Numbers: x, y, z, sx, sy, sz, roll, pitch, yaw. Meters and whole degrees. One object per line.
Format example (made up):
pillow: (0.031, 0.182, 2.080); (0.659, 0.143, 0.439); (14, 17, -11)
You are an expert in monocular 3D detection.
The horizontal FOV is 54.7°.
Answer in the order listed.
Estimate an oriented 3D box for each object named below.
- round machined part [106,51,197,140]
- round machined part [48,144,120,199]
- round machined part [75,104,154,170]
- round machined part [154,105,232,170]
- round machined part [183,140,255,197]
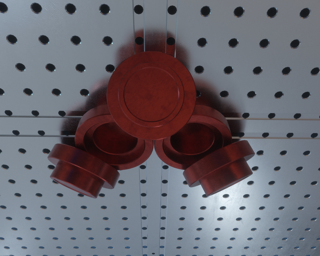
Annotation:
round machined part: (-0.009, -0.035, 0.337); (0.099, 0.042, 0.097); (0, 92, -1)
round machined part: (-0.108, 0.063, 0.422); (0.098, 0.042, 0.098); (20, 158, 9)
round machined part: (-0.057, 0.007, 0.405); (0.099, 0.042, 0.097); (-1, 130, 0)
round machined part: (0.042, 0.008, 0.408); (0.099, 0.042, 0.097); (-1, 130, 0)
round machined part: (0.084, 0.058, 0.416); (0.099, 0.042, 0.098); (-24, 162, -8)
